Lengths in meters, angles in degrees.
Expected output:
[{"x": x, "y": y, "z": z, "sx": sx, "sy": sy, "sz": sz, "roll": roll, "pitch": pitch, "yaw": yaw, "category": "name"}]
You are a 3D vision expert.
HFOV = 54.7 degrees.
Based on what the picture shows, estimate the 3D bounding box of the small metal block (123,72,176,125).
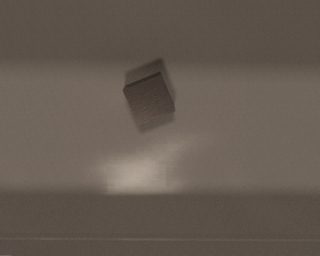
[{"x": -0.013, "y": -0.038, "z": 0.397, "sx": 0.050, "sy": 0.025, "sz": 0.050, "roll": -21, "pitch": 109, "yaw": 7, "category": "small metal block"}]
